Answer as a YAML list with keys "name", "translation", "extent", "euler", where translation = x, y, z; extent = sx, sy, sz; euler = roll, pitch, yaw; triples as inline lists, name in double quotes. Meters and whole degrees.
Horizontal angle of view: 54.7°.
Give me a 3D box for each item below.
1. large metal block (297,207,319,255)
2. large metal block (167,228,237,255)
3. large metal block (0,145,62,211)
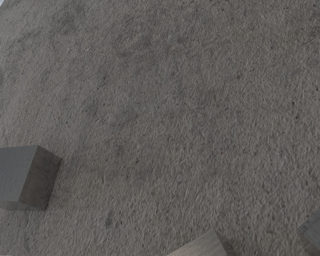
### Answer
- name: "large metal block"
  translation: [0.157, 0.077, 0.239]
  extent: [0.080, 0.080, 0.050]
  euler: [-44, 51, -3]
- name: "large metal block"
  translation: [0.039, 0.150, 0.275]
  extent: [0.080, 0.050, 0.080]
  euler: [-33, 52, 7]
- name: "large metal block"
  translation: [-0.201, 0.073, 0.449]
  extent: [0.080, 0.050, 0.080]
  euler: [-5, 59, 25]
